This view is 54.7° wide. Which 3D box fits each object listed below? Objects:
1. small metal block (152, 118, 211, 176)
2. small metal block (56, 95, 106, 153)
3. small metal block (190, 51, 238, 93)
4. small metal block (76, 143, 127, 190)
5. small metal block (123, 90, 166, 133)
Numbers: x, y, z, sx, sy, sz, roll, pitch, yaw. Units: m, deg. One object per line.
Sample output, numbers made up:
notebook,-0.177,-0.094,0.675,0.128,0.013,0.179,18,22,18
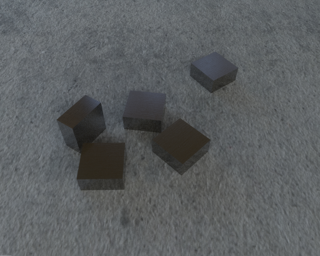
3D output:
small metal block,0.026,0.022,0.385,0.050,0.025,0.050,38,59,27
small metal block,-0.097,-0.005,0.390,0.025,0.050,0.050,27,55,20
small metal block,0.083,-0.087,0.477,0.050,0.025,0.050,-29,56,-23
small metal block,-0.067,0.045,0.365,0.050,0.025,0.050,-1,50,-1
small metal block,-0.020,-0.023,0.422,0.050,0.025,0.050,6,50,4
